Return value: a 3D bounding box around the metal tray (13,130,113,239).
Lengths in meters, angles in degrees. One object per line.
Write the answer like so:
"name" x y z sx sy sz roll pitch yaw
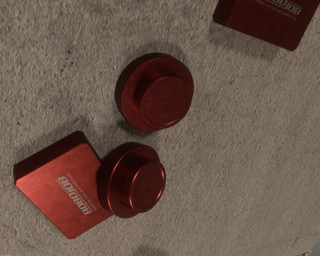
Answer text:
"metal tray" -0.108 0.076 0.393 0.090 0.030 0.129 -30 129 -9

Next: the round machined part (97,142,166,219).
"round machined part" -0.029 0.070 0.399 0.099 0.042 0.097 -20 116 -47

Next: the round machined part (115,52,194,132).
"round machined part" -0.001 -0.037 0.374 0.099 0.042 0.097 -14 125 -21

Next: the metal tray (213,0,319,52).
"metal tray" 0.138 -0.156 0.385 0.131 0.030 0.089 7 115 -32
